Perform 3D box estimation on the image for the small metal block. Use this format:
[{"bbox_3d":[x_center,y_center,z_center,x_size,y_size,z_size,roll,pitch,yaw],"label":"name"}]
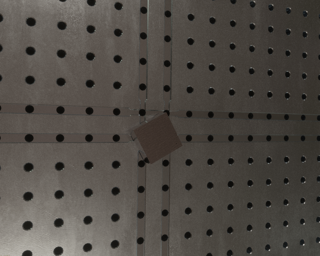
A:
[{"bbox_3d":[-0.006,0.013,0.412,0.050,0.025,0.050,-29,100,-18],"label":"small metal block"}]
